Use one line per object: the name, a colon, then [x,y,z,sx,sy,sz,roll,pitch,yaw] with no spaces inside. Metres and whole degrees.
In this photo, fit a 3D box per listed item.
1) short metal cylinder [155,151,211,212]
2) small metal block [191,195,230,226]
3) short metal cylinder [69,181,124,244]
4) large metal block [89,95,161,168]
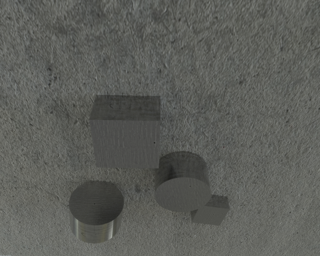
short metal cylinder: [0.033,0.080,0.459,0.081,0.050,0.079,0,130,0]
small metal block: [0.084,0.139,0.526,0.050,0.025,0.050,9,130,-8]
short metal cylinder: [-0.098,0.129,0.480,0.081,0.080,0.050,7,130,-6]
large metal block: [-0.041,0.005,0.395,0.081,0.050,0.079,1,130,-1]
